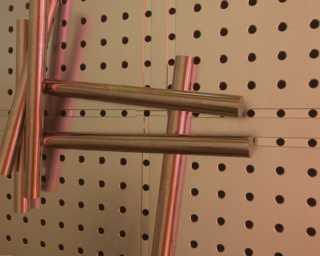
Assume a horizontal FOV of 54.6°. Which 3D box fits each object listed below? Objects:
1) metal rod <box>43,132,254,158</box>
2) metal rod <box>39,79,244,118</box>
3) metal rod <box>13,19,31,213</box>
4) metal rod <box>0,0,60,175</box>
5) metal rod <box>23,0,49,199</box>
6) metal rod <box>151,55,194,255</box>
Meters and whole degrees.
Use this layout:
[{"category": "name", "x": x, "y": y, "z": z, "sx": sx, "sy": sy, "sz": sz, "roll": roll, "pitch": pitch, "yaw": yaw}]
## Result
[{"category": "metal rod", "x": -0.035, "y": 0.020, "z": 0.404, "sx": 0.300, "sy": 0.025, "sz": 0.025, "roll": 0, "pitch": 90, "yaw": 27}, {"category": "metal rod", "x": -0.043, "y": -0.043, "z": 0.409, "sx": 0.300, "sy": 0.025, "sz": 0.025, "roll": 9, "pitch": 93, "yaw": 27}, {"category": "metal rod", "x": -0.215, "y": -0.018, "z": 0.489, "sx": 0.025, "sy": 0.025, "sz": 0.298, "roll": 1, "pitch": 90, "yaw": 20}, {"category": "metal rod", "x": -0.196, "y": -0.077, "z": 0.465, "sx": 0.025, "sy": 0.025, "sz": 0.299, "roll": 14, "pitch": 88, "yaw": 19}, {"category": "metal rod", "x": -0.181, "y": -0.042, "z": 0.451, "sx": 0.025, "sy": 0.025, "sz": 0.298, "roll": 9, "pitch": 100, "yaw": 20}, {"category": "metal rod", "x": 0.014, "y": 0.057, "z": 0.407, "sx": 0.025, "sy": 0.025, "sz": 0.298, "roll": 8, "pitch": 93, "yaw": 20}]
